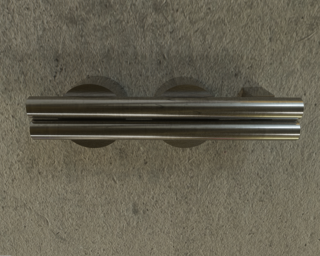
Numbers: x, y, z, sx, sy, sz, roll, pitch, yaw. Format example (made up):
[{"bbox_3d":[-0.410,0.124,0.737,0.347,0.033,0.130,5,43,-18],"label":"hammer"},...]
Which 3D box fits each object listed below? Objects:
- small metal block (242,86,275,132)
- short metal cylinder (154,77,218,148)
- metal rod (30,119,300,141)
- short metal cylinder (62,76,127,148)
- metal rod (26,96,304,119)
[{"bbox_3d":[0.121,-0.022,0.392,0.025,0.050,0.050,-2,110,0],"label":"small metal block"},{"bbox_3d":[0.030,-0.021,0.391,0.081,0.050,0.079,0,110,0],"label":"short metal cylinder"},{"bbox_3d":[0.006,0.002,0.358,0.302,0.025,0.025,0,110,-1],"label":"metal rod"},{"bbox_3d":[-0.080,-0.021,0.388,0.081,0.050,0.079,0,110,0],"label":"short metal cylinder"},{"bbox_3d":[0.006,-0.023,0.349,0.302,0.025,0.025,0,110,-1],"label":"metal rod"}]
